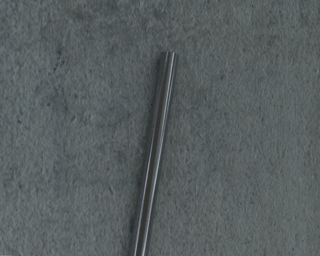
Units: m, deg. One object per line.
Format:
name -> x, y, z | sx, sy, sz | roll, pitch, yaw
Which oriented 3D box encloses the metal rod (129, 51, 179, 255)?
metal rod -> -0.010, 0.049, 0.406 | 0.025, 0.025, 0.298 | 10, 87, -20
